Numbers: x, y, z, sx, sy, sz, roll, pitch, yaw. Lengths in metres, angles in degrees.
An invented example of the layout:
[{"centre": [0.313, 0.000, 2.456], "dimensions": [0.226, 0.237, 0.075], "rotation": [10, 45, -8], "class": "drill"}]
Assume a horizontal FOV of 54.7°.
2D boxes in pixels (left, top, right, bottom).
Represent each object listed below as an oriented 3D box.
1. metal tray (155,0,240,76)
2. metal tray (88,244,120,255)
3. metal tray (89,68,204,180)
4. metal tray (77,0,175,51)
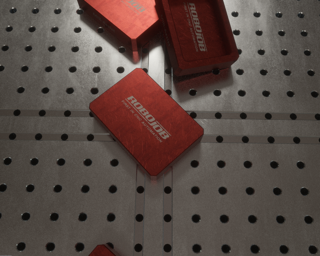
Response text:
[{"centre": [0.051, -0.146, 0.442], "dimensions": [0.091, 0.030, 0.129], "rotation": [-12, 83, -13], "class": "metal tray"}, {"centre": [-0.074, 0.205, 0.333], "dimensions": [0.090, 0.030, 0.130], "rotation": [39, 74, 12], "class": "metal tray"}, {"centre": [-0.018, -0.008, 0.412], "dimensions": [0.090, 0.030, 0.130], "rotation": [-40, 75, -14], "class": "metal tray"}, {"centre": [-0.054, -0.190, 0.478], "dimensions": [0.130, 0.030, 0.090], "rotation": [42, 75, 13], "class": "metal tray"}]
